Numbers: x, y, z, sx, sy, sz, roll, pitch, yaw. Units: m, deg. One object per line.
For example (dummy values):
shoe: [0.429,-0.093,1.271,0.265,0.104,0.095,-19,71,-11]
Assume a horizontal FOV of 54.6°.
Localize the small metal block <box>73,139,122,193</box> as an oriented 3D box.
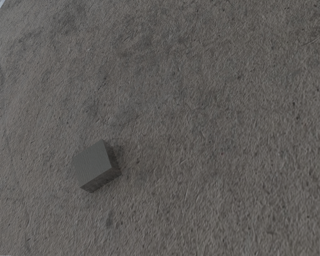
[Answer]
small metal block: [-0.085,0.051,0.419,0.050,0.025,0.050,-32,51,7]
